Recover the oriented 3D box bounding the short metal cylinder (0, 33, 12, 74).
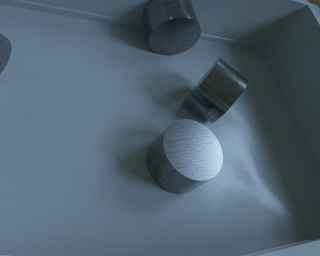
[{"bbox_3d":[-0.199,-0.074,0.309,0.050,0.080,0.080,37,51,-4],"label":"short metal cylinder"}]

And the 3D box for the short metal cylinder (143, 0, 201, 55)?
[{"bbox_3d":[0.017,-0.157,0.475,0.081,0.080,0.050,1,62,-28],"label":"short metal cylinder"}]

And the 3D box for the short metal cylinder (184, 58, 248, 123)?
[{"bbox_3d":[0.079,-0.053,0.445,0.050,0.080,0.080,39,51,-3],"label":"short metal cylinder"}]

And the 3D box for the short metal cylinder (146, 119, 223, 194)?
[{"bbox_3d":[0.030,0.036,0.384,0.081,0.050,0.080,14,56,-21],"label":"short metal cylinder"}]
